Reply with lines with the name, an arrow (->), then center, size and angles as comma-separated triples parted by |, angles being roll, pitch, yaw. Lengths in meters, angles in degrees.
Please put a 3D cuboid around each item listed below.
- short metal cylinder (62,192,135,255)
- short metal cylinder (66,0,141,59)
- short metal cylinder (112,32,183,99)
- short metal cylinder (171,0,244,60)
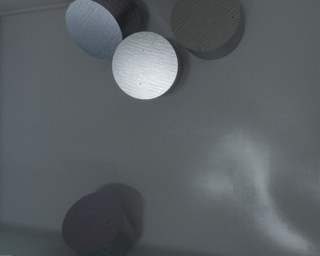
short metal cylinder -> -0.078, 0.131, 0.403 | 0.080, 0.050, 0.080 | -9, 45, 10
short metal cylinder -> -0.072, -0.137, 0.401 | 0.080, 0.050, 0.080 | 17, 139, 16
short metal cylinder -> -0.014, -0.078, 0.394 | 0.080, 0.050, 0.079 | 2, 98, 10
short metal cylinder -> 0.059, -0.127, 0.376 | 0.080, 0.050, 0.080 | 0, 90, 20
